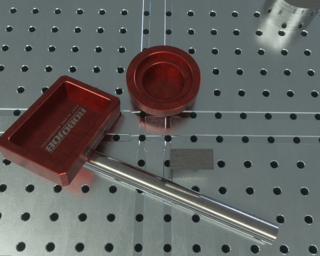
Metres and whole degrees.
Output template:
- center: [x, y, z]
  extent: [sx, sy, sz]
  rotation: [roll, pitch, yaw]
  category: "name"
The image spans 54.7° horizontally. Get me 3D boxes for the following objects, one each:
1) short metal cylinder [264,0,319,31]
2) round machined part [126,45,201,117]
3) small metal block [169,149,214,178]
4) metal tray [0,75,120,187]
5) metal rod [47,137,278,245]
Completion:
- center: [0.207, -0.198, 0.473]
  extent: [0.081, 0.050, 0.080]
  rotation: [0, 70, 0]
  category: "short metal cylinder"
- center: [0.005, -0.060, 0.425]
  extent: [0.099, 0.042, 0.098]
  rotation: [0, 70, -1]
  category: "round machined part"
- center: [0.037, 0.044, 0.383]
  extent: [0.050, 0.050, 0.025]
  rotation: [0, 70, 0]
  category: "small metal block"
- center: [-0.119, -0.002, 0.386]
  extent: [0.090, 0.030, 0.130]
  rotation: [24, 53, 9]
  category: "metal tray"
- center: [-0.005, 0.072, 0.385]
  extent: [0.301, 0.025, 0.025]
  rotation: [21, 71, 7]
  category: "metal rod"
